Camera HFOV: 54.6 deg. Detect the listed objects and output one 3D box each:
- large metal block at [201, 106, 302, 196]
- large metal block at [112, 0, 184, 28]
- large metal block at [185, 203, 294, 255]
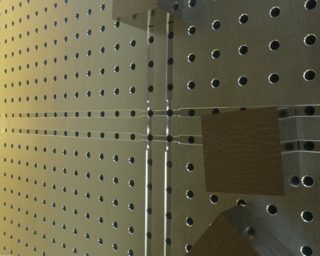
[{"bbox_3d":[0.092,0.023,0.318,0.080,0.050,0.080,-6,86,40],"label":"large metal block"},{"bbox_3d":[-0.016,-0.183,0.407,0.080,0.050,0.080,5,93,40],"label":"large metal block"},{"bbox_3d":[0.082,0.141,0.326,0.080,0.050,0.080,46,118,30],"label":"large metal block"}]
